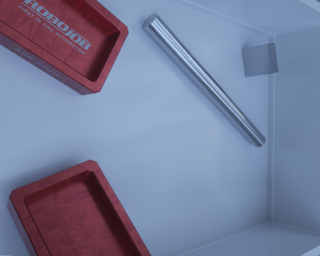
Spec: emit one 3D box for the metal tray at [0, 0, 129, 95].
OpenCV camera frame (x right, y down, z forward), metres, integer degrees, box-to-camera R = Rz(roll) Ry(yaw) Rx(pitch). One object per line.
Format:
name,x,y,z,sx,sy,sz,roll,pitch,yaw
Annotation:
metal tray,-0.103,-0.104,0.317,0.130,0.030,0.090,34,69,-35

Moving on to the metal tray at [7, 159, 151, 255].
metal tray,-0.075,0.104,0.298,0.091,0.030,0.130,-21,70,-38

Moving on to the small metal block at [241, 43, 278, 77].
small metal block,0.173,-0.117,0.539,0.025,0.050,0.050,-18,102,-39

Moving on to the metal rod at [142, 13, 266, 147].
metal rod,0.083,-0.057,0.478,0.301,0.025,0.025,40,66,-33
